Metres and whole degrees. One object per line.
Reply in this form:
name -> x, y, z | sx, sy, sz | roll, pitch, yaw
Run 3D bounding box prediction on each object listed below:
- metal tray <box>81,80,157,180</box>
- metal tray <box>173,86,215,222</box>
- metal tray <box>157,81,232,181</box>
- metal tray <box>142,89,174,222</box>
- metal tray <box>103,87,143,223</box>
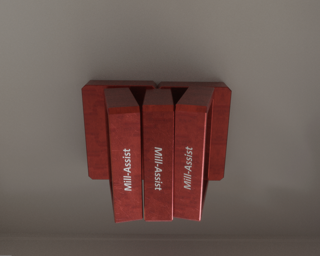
metal tray -> -0.050, 0.004, 0.407 | 0.091, 0.030, 0.129 | 0, 110, -1
metal tray -> 0.039, 0.025, 0.350 | 0.030, 0.090, 0.129 | 5, 111, 13
metal tray -> 0.041, 0.006, 0.409 | 0.091, 0.030, 0.129 | 0, 110, -1
metal tray -> -0.002, 0.027, 0.351 | 0.030, 0.090, 0.129 | 0, 108, 0
metal tray -> -0.042, 0.027, 0.349 | 0.030, 0.090, 0.129 | -4, 111, -12
